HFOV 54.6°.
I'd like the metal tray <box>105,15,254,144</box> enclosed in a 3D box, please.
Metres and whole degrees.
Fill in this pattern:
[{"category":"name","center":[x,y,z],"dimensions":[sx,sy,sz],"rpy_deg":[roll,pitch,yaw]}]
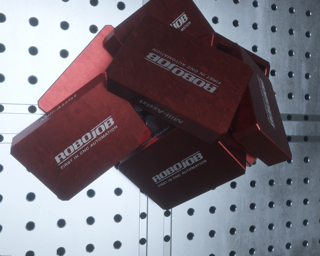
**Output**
[{"category":"metal tray","center":[0.021,-0.052,0.324],"dimensions":[0.130,0.030,0.090],"rpy_deg":[27,66,2]}]

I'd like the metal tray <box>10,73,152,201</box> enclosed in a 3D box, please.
[{"category":"metal tray","center":[-0.086,0.011,0.354],"dimensions":[0.130,0.030,0.090],"rpy_deg":[-38,118,-5]}]

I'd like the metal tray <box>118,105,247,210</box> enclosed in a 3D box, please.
[{"category":"metal tray","center":[0.024,0.041,0.372],"dimensions":[0.090,0.130,0.030],"rpy_deg":[45,34,-16]}]

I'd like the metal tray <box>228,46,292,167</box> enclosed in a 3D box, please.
[{"category":"metal tray","center":[0.118,-0.028,0.386],"dimensions":[0.090,0.030,0.130],"rpy_deg":[33,43,-38]}]

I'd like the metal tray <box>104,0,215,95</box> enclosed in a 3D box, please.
[{"category":"metal tray","center":[0.005,-0.114,0.391],"dimensions":[0.090,0.030,0.130],"rpy_deg":[49,61,-15]}]

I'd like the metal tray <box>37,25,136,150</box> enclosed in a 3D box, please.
[{"category":"metal tray","center":[-0.072,-0.049,0.382],"dimensions":[0.090,0.030,0.130],"rpy_deg":[41,77,-16]}]

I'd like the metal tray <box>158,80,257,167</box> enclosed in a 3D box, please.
[{"category":"metal tray","center":[0.062,-0.008,0.401],"dimensions":[0.130,0.090,0.030],"rpy_deg":[46,76,-14]}]

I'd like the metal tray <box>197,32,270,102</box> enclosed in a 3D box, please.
[{"category":"metal tray","center":[0.097,-0.063,0.422],"dimensions":[0.131,0.030,0.090],"rpy_deg":[12,85,-40]}]
